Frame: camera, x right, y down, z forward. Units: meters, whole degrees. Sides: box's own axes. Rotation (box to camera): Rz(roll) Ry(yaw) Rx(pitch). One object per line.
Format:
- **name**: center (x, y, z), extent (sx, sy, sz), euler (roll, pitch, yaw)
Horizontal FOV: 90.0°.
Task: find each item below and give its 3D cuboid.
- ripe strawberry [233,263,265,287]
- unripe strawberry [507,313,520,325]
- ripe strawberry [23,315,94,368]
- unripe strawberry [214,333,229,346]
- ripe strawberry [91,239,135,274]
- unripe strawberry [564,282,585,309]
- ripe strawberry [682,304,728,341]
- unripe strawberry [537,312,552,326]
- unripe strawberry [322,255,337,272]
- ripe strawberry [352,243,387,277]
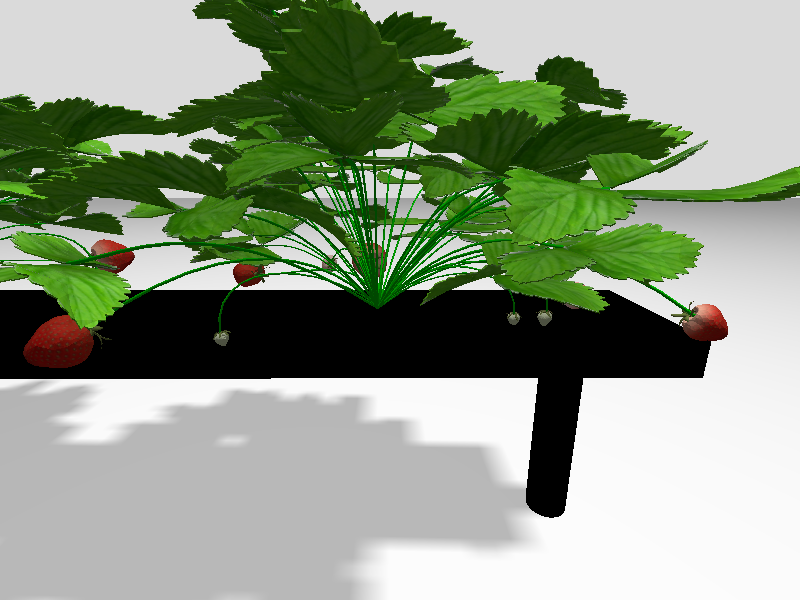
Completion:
- **ripe strawberry**: center (-0.168, -0.030, 0.441), extent (0.034, 0.029, 0.034), euler (8, 18, 28)
- **unripe strawberry**: center (0.091, 0.015, 0.320), extent (0.010, 0.010, 0.009), euler (7, 17, 22)
- **ripe strawberry**: center (-0.209, 0.027, 0.245), extent (0.035, 0.030, 0.035), euler (-31, 29, -23)
- **unripe strawberry**: center (-0.124, 0.027, 0.279), extent (0.010, 0.010, 0.011), euler (-14, 21, -39)
- **ripe strawberry**: center (-0.365, -0.056, 0.512), extent (0.042, 0.044, 0.046), euler (10, 19, 32)
- **unripe strawberry**: center (0.160, -0.004, 0.361), extent (0.025, 0.024, 0.027), euler (6, 16, -1)
- **ripe strawberry**: center (0.222, 0.018, 0.288), extent (0.028, 0.027, 0.026), euler (32, 23, 8)
- **unripe strawberry**: center (0.114, 0.015, 0.316), extent (0.011, 0.012, 0.011), euler (6, 17, 20)
- **unripe strawberry**: center (-0.090, -0.046, 0.512), extent (0.020, 0.022, 0.021), euler (-7, 0, -23)
- **ripe strawberry**: center (-0.037, -0.049, 0.490), extent (0.042, 0.045, 0.045), euler (-2, 16, -7)
